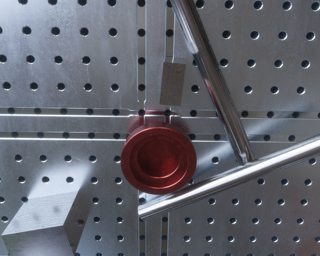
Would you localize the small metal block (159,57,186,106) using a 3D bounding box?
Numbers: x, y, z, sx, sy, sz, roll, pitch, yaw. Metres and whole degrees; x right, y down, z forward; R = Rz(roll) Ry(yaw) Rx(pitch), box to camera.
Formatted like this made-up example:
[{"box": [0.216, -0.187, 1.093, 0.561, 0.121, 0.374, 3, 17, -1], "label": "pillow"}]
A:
[{"box": [0.014, -0.058, 0.379, 0.025, 0.050, 0.050, 5, 110, -2], "label": "small metal block"}]

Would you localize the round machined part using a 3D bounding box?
[{"box": [-0.002, 0.037, 0.418, 0.099, 0.042, 0.097, 0, 110, -1], "label": "round machined part"}]

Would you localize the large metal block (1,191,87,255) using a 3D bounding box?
[{"box": [-0.156, 0.137, 0.432, 0.080, 0.080, 0.050, -10, 110, 3], "label": "large metal block"}]

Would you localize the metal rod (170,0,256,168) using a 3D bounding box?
[{"box": [0.067, -0.065, 0.390, 0.025, 0.025, 0.299, -24, 109, 8], "label": "metal rod"}]

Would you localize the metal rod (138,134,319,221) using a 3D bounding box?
[{"box": [0.103, 0.065, 0.414, 0.300, 0.025, 0.025, -25, 109, 18], "label": "metal rod"}]
